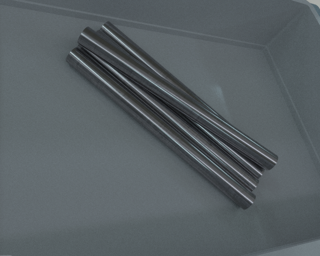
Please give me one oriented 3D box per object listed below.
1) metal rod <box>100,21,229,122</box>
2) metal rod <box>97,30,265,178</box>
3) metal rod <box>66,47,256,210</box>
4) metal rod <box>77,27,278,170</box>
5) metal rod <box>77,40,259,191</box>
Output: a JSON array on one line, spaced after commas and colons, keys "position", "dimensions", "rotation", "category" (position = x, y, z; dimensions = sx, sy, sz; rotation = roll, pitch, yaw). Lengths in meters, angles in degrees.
[{"position": [0.034, -0.048, 0.451], "dimensions": [0.300, 0.025, 0.025], "rotation": [40, 51, -1], "category": "metal rod"}, {"position": [0.024, -0.031, 0.435], "dimensions": [0.300, 0.025, 0.025], "rotation": [40, 51, -1], "category": "metal rod"}, {"position": [0.002, 0.001, 0.404], "dimensions": [0.300, 0.025, 0.025], "rotation": [40, 51, -1], "category": "metal rod"}, {"position": [0.028, -0.035, 0.407], "dimensions": [0.301, 0.025, 0.025], "rotation": [33, 51, -6], "category": "metal rod"}, {"position": [0.011, -0.017, 0.420], "dimensions": [0.300, 0.025, 0.025], "rotation": [40, 51, -1], "category": "metal rod"}]
